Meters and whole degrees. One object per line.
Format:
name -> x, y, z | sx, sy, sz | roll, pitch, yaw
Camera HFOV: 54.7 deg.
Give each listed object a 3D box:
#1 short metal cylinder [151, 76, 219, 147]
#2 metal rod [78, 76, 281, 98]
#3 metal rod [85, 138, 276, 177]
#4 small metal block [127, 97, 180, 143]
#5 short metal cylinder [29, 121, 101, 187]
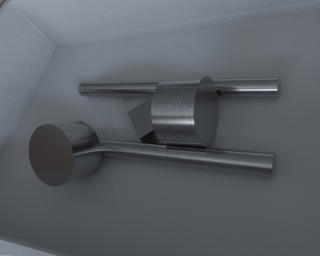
short metal cylinder -> 0.032, -0.019, 0.363 | 0.050, 0.080, 0.080 | 2, 63, 29
metal rod -> 0.007, -0.055, 0.432 | 0.300, 0.025, 0.025 | 3, 64, 29
metal rod -> -0.014, 0.031, 0.390 | 0.300, 0.025, 0.025 | 3, 63, 29
small metal block -> -0.009, -0.011, 0.414 | 0.050, 0.025, 0.050 | -33, 52, 6
short metal cylinder -> -0.125, 0.032, 0.410 | 0.080, 0.050, 0.079 | 4, 98, 29
